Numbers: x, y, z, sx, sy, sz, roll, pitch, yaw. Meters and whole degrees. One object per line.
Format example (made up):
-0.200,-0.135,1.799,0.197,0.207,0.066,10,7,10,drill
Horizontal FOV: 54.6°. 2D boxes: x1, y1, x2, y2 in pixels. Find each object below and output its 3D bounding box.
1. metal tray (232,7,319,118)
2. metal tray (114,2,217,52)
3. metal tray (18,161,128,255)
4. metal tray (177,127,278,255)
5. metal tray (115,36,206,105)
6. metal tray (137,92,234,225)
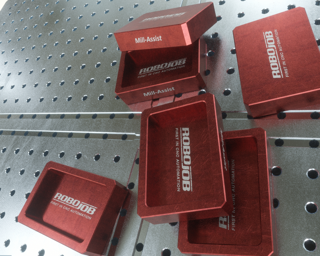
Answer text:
0.144,-0.082,0.381,0.090,0.030,0.130,-13,56,21,metal tray
0.007,-0.150,0.463,0.130,0.030,0.090,6,39,37,metal tray
-0.116,0.100,0.405,0.130,0.030,0.090,10,66,32,metal tray
0.070,0.067,0.327,0.090,0.030,0.130,-7,58,24,metal tray
0.001,-0.090,0.460,0.130,0.030,0.090,-9,57,23,metal tray
0.024,0.031,0.334,0.090,0.030,0.130,-13,56,21,metal tray
